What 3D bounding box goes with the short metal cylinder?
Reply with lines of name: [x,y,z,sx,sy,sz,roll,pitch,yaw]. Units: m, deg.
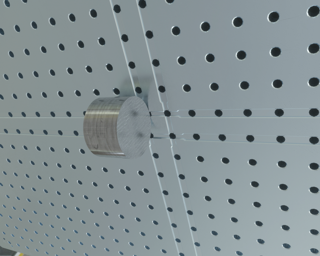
short metal cylinder: [-0.053,-0.001,0.404,0.050,0.080,0.080,1,119,28]
